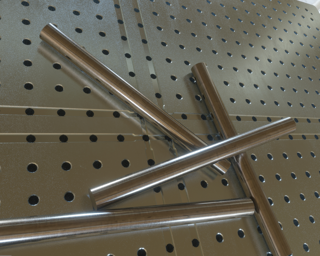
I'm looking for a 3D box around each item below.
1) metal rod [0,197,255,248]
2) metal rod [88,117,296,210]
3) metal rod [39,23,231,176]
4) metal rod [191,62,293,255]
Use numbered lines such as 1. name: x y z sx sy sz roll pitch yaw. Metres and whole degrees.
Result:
1. metal rod: -0.018 0.098 0.339 0.303 0.025 0.025 2 61 -27
2. metal rod: 0.060 0.036 0.391 0.302 0.025 0.025 -17 71 -26
3. metal rod: -0.030 -0.035 0.414 0.301 0.025 0.025 38 51 -3
4. metal rod: 0.110 0.032 0.449 0.025 0.025 0.299 -6 65 -31
